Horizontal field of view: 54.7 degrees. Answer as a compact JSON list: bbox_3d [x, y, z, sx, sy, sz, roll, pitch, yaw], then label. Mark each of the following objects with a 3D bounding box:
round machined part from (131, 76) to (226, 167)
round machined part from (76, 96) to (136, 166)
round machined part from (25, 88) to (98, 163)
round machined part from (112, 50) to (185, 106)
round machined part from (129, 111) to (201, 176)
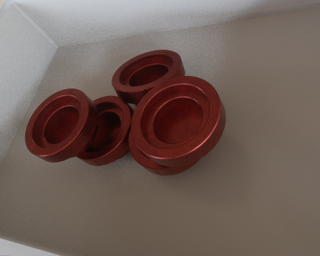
[{"bbox_3d":[0.022,-0.004,0.331,0.098,0.042,0.098,-13,56,21],"label":"round machined part"},{"bbox_3d":[-0.073,0.007,0.427,0.098,0.042,0.098,-13,56,21],"label":"round machined part"},{"bbox_3d":[-0.122,0.000,0.403,0.098,0.042,0.098,-13,56,21],"label":"round machined part"},{"bbox_3d":[-0.013,-0.063,0.426,0.098,0.042,0.098,-13,39,12],"label":"round machined part"},{"bbox_3d":[0.015,0.013,0.378,0.098,0.042,0.098,-13,56,21],"label":"round machined part"}]
